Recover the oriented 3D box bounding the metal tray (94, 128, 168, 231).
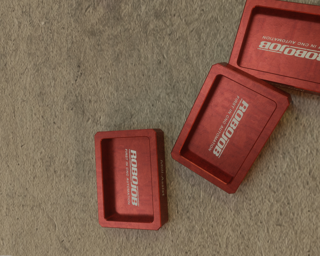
[{"bbox_3d":[-0.039,0.067,0.419,0.090,0.030,0.129,-3,89,19],"label":"metal tray"}]

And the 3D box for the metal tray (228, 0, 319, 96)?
[{"bbox_3d":[0.153,-0.091,0.352,0.130,0.030,0.089,17,96,19],"label":"metal tray"}]

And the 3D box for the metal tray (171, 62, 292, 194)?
[{"bbox_3d":[0.078,0.000,0.361,0.090,0.030,0.129,31,115,17],"label":"metal tray"}]
